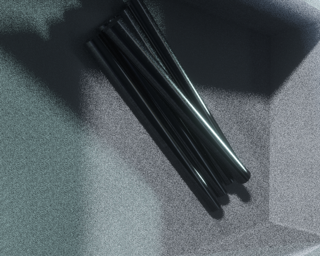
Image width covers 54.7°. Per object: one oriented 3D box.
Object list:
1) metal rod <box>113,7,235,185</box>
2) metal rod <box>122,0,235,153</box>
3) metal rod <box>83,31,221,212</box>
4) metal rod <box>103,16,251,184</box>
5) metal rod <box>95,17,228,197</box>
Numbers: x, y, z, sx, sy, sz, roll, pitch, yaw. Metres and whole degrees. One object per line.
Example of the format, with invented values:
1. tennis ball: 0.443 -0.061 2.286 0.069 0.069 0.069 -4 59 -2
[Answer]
1. metal rod: 0.030 -0.026 0.430 0.025 0.025 0.300 -51 120 -28
2. metal rod: 0.043 -0.046 0.440 0.025 0.025 0.300 -51 120 -28
3. metal rod: 0.004 0.010 0.408 0.025 0.025 0.300 -51 120 -28
4. metal rod: 0.039 -0.017 0.404 0.300 0.025 0.025 46 63 -30
5. metal rod: 0.016 -0.010 0.418 0.025 0.025 0.300 -51 120 -28
